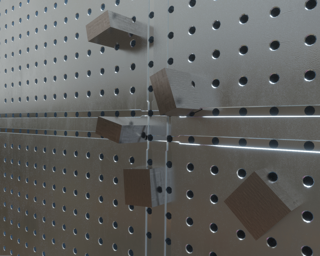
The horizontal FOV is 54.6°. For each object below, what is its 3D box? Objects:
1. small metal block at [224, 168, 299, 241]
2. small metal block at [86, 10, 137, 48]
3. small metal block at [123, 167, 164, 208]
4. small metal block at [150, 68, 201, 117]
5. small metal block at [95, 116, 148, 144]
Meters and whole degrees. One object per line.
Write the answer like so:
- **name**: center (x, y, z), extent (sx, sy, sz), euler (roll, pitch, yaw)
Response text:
- **small metal block**: center (0.105, 0.079, 0.324), extent (0.050, 0.025, 0.050), euler (51, 120, 28)
- **small metal block**: center (-0.071, -0.143, 0.453), extent (0.050, 0.050, 0.025), euler (-17, 80, 39)
- **small metal block**: center (-0.023, 0.081, 0.430), extent (0.050, 0.025, 0.050), euler (-6, 86, 40)
- **small metal block**: center (0.019, -0.042, 0.378), extent (0.025, 0.050, 0.050), euler (-25, 74, 37)
- **small metal block**: center (-0.054, 0.002, 0.439), extent (0.050, 0.050, 0.025), euler (19, 102, 38)
